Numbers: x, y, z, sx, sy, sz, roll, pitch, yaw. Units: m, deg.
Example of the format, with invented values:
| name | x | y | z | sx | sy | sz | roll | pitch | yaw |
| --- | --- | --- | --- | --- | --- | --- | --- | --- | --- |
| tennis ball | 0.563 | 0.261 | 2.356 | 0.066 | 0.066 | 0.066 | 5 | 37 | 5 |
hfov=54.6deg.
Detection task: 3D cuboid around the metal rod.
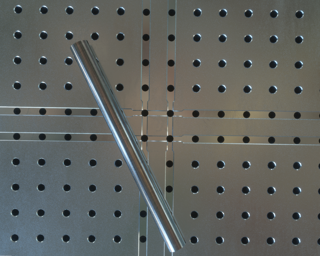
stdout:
| name | x | y | z | sx | sy | sz | roll | pitch | yaw |
| --- | --- | --- | --- | --- | --- | --- | --- | --- | --- |
| metal rod | -0.042 | 0.024 | 0.413 | 0.025 | 0.025 | 0.299 | -26 | 90 | 0 |
